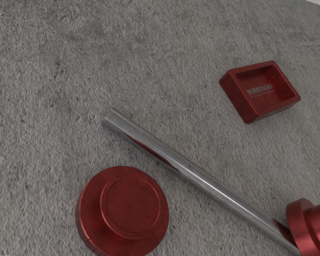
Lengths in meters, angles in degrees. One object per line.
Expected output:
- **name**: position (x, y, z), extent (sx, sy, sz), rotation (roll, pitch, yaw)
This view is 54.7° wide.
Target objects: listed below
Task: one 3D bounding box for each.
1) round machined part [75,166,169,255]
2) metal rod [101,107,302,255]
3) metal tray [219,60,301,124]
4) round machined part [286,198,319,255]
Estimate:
- **round machined part**: position (-0.034, 0.085, 0.323), extent (0.099, 0.042, 0.098), rotation (14, 56, -21)
- **metal rod**: position (0.059, 0.070, 0.392), extent (0.301, 0.025, 0.025), rotation (35, 51, -5)
- **metal tray**: position (0.174, -0.065, 0.533), extent (0.131, 0.030, 0.090), rotation (-18, 71, -35)
- **round machined part**: position (0.210, 0.136, 0.400), extent (0.098, 0.042, 0.098), rotation (36, 35, -30)
